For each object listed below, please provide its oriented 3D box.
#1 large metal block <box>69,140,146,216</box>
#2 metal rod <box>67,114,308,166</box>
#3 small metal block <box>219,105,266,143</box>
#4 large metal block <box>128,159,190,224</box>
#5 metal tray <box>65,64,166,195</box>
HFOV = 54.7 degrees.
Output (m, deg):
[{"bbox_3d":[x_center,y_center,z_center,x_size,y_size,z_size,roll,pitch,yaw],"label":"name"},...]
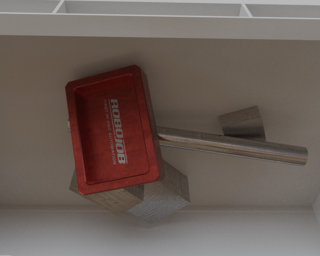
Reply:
[{"bbox_3d":[-0.067,0.059,0.422,0.050,0.080,0.080,-35,122,27],"label":"large metal block"},{"bbox_3d":[0.033,0.015,0.398,0.302,0.025,0.025,8,130,2],"label":"metal rod"},{"bbox_3d":[0.111,0.003,0.413,0.050,0.025,0.050,-15,129,12],"label":"small metal block"},{"bbox_3d":[-0.012,0.094,0.472,0.080,0.050,0.080,-36,122,26],"label":"large metal block"},{"bbox_3d":[-0.051,0.003,0.348,0.090,0.129,0.030,-13,168,10],"label":"metal tray"}]
